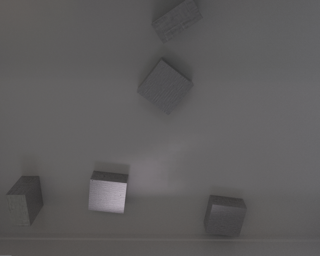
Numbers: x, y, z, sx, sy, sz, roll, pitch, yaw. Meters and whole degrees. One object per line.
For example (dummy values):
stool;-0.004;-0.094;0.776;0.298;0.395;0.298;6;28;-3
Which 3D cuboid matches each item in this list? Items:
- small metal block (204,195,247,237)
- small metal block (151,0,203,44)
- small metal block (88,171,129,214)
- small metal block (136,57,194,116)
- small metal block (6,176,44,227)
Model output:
small metal block;0.096;0.130;0.460;0.050;0.025;0.050;8;110;-3
small metal block;0.018;-0.123;0.353;0.050;0.050;0.025;-31;107;11
small metal block;-0.074;0.092;0.444;0.050;0.025;0.050;7;110;-3
small metal block;0.006;-0.053;0.392;0.050;0.025;0.050;36;106;-13
small metal block;-0.188;0.101;0.434;0.025;0.050;0.050;0;110;0
